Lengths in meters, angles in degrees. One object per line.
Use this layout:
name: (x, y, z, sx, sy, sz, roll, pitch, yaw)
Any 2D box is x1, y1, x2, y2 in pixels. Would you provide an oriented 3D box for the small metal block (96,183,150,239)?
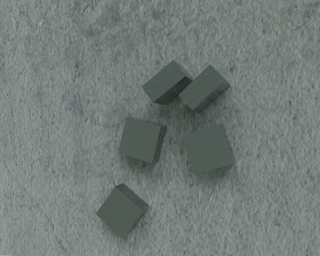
small metal block: (-0.051, 0.113, 0.426, 0.050, 0.025, 0.050, 38, 102, 15)

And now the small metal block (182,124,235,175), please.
small metal block: (0.061, 0.026, 0.387, 0.050, 0.025, 0.050, -19, 84, 18)

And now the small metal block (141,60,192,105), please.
small metal block: (0.012, -0.055, 0.391, 0.050, 0.050, 0.025, -38, 78, 16)

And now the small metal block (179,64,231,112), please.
small metal block: (0.056, -0.046, 0.376, 0.050, 0.050, 0.025, -44, 77, 14)

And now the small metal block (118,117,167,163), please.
small metal block: (-0.023, 0.015, 0.416, 0.050, 0.025, 0.050, 15, 95, 19)
